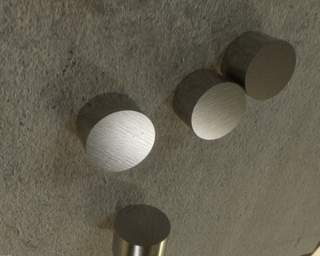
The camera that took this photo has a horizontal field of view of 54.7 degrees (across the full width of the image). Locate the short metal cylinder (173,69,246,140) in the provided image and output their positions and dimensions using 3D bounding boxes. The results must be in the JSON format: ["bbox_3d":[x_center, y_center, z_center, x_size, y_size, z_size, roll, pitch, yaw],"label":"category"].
[{"bbox_3d":[0.064,-0.032,0.406,0.081,0.050,0.079,-14,124,-21],"label":"short metal cylinder"}]

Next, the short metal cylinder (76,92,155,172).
[{"bbox_3d":[-0.053,0.004,0.364,0.081,0.050,0.079,-14,124,-21],"label":"short metal cylinder"}]

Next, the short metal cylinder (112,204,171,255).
[{"bbox_3d":[-0.028,0.158,0.454,0.081,0.080,0.050,-6,121,-26],"label":"short metal cylinder"}]

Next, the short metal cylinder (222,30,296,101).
[{"bbox_3d":[0.130,-0.083,0.410,0.081,0.050,0.079,-14,124,-21],"label":"short metal cylinder"}]
